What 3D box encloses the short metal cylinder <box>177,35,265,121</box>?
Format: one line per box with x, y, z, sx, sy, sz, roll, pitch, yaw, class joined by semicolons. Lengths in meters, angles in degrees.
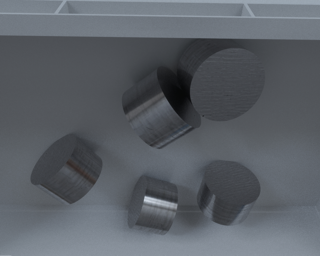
0.064;-0.054;0.334;0.081;0.050;0.079;-7;121;-11;short metal cylinder

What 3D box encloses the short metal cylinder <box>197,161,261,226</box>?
0.099;0.094;0.454;0.081;0.080;0.050;6;130;-5;short metal cylinder

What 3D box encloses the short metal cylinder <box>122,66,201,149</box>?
0.003;-0.023;0.353;0.050;0.080;0.080;-32;123;24;short metal cylinder

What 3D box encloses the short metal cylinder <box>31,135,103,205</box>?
-0.125;0.056;0.419;0.080;0.080;0.050;-28;125;21;short metal cylinder

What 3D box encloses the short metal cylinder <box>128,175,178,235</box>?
-0.012;0.118;0.473;0.050;0.080;0.079;18;128;-15;short metal cylinder
